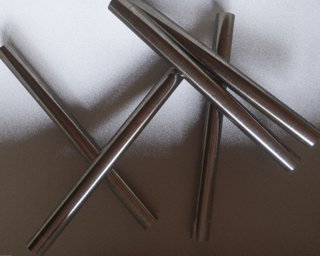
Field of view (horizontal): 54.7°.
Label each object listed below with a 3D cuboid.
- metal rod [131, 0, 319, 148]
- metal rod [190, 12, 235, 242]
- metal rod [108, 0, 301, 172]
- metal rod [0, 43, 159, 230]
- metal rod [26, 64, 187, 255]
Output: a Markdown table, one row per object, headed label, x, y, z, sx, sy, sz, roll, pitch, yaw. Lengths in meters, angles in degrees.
| label | x | y | z | sx | sy | sz | roll | pitch | yaw |
| --- | --- | --- | --- | --- | --- | --- | --- | --- | --- |
| metal rod | 0.068 | -0.080 | 0.387 | 0.300 | 0.025 | 0.025 | 39 | 90 | 8 |
| metal rod | 0.070 | -0.001 | 0.412 | 0.025 | 0.025 | 0.298 | 7 | 90 | -1 |
| metal rod | 0.056 | -0.055 | 0.385 | 0.300 | 0.025 | 0.025 | 42 | 90 | -2 |
| metal rod | -0.108 | 0.011 | 0.410 | 0.025 | 0.025 | 0.300 | -40 | 91 | 0 |
| metal rod | -0.056 | 0.026 | 0.389 | 0.025 | 0.025 | 0.300 | 38 | 81 | 0 |
